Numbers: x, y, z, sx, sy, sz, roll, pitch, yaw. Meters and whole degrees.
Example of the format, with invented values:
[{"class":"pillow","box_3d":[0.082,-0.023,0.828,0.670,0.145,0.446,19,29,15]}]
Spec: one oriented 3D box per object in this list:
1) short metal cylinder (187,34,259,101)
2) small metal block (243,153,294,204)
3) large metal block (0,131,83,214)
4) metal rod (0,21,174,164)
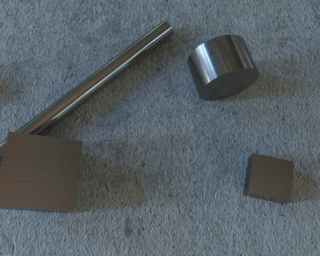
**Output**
[{"class":"short metal cylinder","box_3d":[0.082,-0.077,0.408,0.081,0.080,0.050,-15,71,-6]},{"class":"small metal block","box_3d":[0.135,0.063,0.387,0.050,0.025,0.050,12,70,4]},{"class":"large metal block","box_3d":[-0.139,0.055,0.361,0.081,0.050,0.080,9,69,-17]},{"class":"metal rod","box_3d":[-0.099,-0.054,0.426,0.301,0.025,0.025,-41,75,-14]}]
